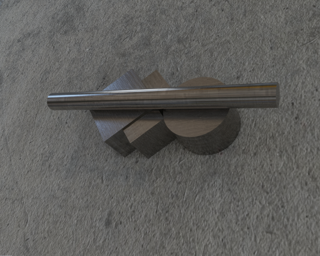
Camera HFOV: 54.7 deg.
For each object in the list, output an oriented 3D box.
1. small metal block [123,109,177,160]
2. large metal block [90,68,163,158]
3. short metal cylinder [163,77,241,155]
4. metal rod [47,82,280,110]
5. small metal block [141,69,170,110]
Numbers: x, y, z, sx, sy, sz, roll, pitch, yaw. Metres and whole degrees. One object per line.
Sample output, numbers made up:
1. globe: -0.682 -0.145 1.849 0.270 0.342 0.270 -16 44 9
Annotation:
1. small metal block: -0.010 0.007 0.392 0.050 0.050 0.025 -36 52 4
2. large metal block: -0.043 -0.021 0.423 0.080 0.050 0.080 -36 51 4
3. short metal cylinder: 0.051 -0.014 0.370 0.080 0.050 0.080 -13 56 21
4. metal rod: -0.019 -0.035 0.370 0.300 0.025 0.025 1 62 28
5. small metal block: 0.007 -0.042 0.412 0.025 0.050 0.050 -37 52 4
